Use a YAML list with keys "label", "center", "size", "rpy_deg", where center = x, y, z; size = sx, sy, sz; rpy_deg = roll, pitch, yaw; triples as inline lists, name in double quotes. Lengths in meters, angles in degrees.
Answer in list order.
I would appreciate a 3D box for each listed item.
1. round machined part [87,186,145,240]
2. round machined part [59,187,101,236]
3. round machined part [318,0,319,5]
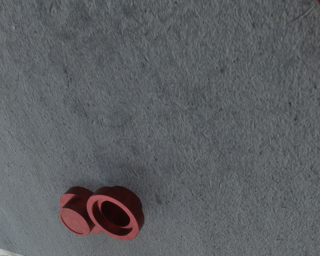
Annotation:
- label: "round machined part"
  center: [-0.069, 0.136, 0.516]
  size: [0.098, 0.042, 0.097]
  rpy_deg: [13, 124, 21]
- label: "round machined part"
  center: [-0.146, 0.160, 0.572]
  size: [0.098, 0.042, 0.097]
  rpy_deg: [13, 124, 21]
- label: "round machined part"
  center: [0.171, -0.119, 0.232]
  size: [0.098, 0.042, 0.097]
  rpy_deg: [13, 124, 21]
